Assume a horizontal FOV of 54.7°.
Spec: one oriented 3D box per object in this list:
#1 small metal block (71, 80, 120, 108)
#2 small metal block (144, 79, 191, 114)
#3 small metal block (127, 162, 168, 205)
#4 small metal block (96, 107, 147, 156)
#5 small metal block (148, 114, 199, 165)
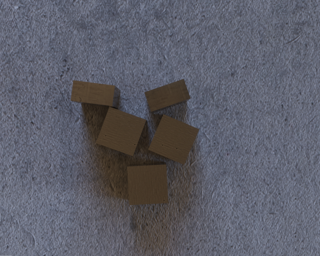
[{"bbox_3d":[-0.081,-0.042,0.397,0.050,0.050,0.025,7,90,0],"label":"small metal block"},{"bbox_3d":[0.009,-0.040,0.397,0.050,0.050,0.025,-19,90,0],"label":"small metal block"},{"bbox_3d":[-0.016,0.073,0.410,0.050,0.025,0.050,-3,90,0],"label":"small metal block"},{"bbox_3d":[-0.050,0.004,0.409,0.050,0.025,0.050,20,90,0],"label":"small metal block"},{"bbox_3d":[0.018,0.015,0.410,0.050,0.025,0.050,23,90,0],"label":"small metal block"}]
